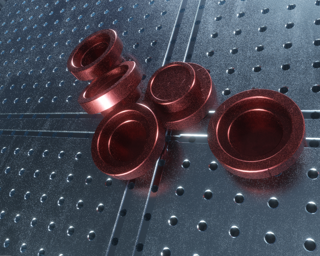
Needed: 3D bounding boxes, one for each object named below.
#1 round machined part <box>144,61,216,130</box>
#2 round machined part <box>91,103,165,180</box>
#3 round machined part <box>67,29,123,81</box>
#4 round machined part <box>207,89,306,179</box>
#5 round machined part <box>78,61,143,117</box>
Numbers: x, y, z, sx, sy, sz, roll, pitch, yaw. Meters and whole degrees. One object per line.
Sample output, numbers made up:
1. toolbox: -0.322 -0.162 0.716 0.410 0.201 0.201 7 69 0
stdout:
1. round machined part: 0.022 -0.050 0.418 0.098 0.042 0.098 -13 56 21
2. round machined part: -0.037 0.020 0.402 0.098 0.042 0.098 -13 60 23
3. round machined part: -0.103 -0.115 0.518 0.098 0.042 0.098 -18 48 21
4. round machined part: 0.105 0.010 0.337 0.098 0.042 0.098 -13 56 21
5. round machined part: -0.066 -0.051 0.450 0.098 0.042 0.098 -26 28 16
